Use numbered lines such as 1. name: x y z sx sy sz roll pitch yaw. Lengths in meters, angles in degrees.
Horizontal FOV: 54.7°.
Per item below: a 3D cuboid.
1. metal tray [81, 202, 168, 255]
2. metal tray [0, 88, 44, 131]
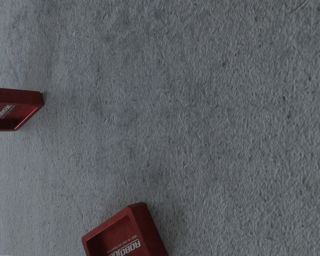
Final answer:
1. metal tray: -0.055 0.175 0.447 0.129 0.030 0.090 -40 66 32
2. metal tray: -0.304 -0.032 0.613 0.130 0.091 0.030 -30 71 36
